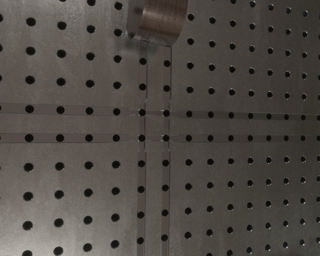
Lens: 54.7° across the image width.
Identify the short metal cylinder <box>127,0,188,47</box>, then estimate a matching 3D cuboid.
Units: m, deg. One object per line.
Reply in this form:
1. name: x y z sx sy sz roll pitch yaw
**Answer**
1. short metal cylinder: -0.005 -0.145 0.382 0.050 0.080 0.080 7 88 -20
